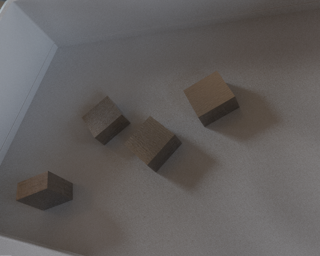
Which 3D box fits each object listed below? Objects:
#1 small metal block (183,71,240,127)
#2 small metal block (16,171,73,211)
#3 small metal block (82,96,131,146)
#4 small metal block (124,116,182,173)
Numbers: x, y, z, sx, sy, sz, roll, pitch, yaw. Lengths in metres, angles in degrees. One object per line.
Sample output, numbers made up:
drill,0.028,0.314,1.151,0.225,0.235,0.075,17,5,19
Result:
small metal block,0.065,-0.037,0.395,0.050,0.025,0.050,-30,52,8
small metal block,-0.155,0.086,0.418,0.050,0.050,0.025,-22,54,15
small metal block,-0.079,-0.011,0.455,0.050,0.025,0.050,-41,51,0
small metal block,-0.009,0.020,0.398,0.050,0.025,0.050,-48,51,-6
